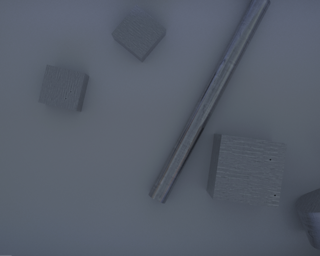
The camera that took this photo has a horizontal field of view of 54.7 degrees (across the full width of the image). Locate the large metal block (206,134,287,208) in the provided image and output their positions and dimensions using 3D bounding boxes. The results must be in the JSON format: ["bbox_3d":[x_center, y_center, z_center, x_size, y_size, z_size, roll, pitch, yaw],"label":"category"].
[{"bbox_3d":[0.109,0.052,0.400,0.081,0.050,0.080,8,90,-1],"label":"large metal block"}]

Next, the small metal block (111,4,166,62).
[{"bbox_3d":[-0.027,-0.124,0.411,0.050,0.025,0.050,40,90,-1],"label":"small metal block"}]

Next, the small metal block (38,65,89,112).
[{"bbox_3d":[-0.126,-0.052,0.410,0.050,0.025,0.050,13,90,-1],"label":"small metal block"}]

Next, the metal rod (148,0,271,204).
[{"bbox_3d":[0.066,-0.038,0.412,0.025,0.025,0.299,28,90,-1],"label":"metal rod"}]

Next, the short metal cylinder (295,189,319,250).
[{"bbox_3d":[0.219,0.111,0.387,0.080,0.080,0.050,-21,90,0],"label":"short metal cylinder"}]
